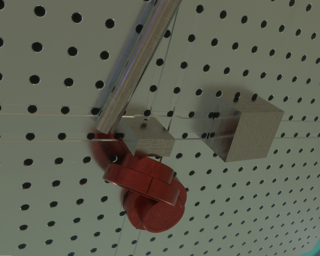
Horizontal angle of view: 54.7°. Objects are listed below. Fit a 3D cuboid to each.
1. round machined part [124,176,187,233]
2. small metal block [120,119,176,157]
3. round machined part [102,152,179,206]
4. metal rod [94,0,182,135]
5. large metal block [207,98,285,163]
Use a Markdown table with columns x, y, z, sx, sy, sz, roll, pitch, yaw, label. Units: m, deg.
| x | y | z | sx | sy | sz | roll | pitch | yaw | label |
| --- | --- | --- | --- | --- | --- | --- | --- | --- | --- |
| -0.001 | 0.121 | 0.474 | 0.099 | 0.042 | 0.097 | -14 | 124 | -21 | round machined part |
| -0.016 | 0.012 | 0.394 | 0.050 | 0.050 | 0.025 | 3 | 117 | -30 | small metal block |
| -0.020 | 0.063 | 0.400 | 0.098 | 0.098 | 0.042 | 33 | 71 | -39 | round machined part |
| 0.003 | -0.124 | 0.335 | 0.025 | 0.025 | 0.298 | 18 | 109 | -35 | metal rod |
| 0.126 | 0.001 | 0.465 | 0.081 | 0.050 | 0.079 | -3 | 120 | -27 | large metal block |
